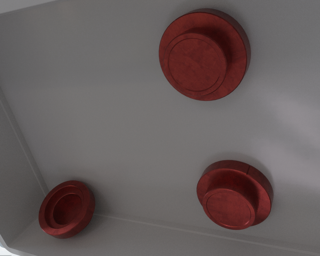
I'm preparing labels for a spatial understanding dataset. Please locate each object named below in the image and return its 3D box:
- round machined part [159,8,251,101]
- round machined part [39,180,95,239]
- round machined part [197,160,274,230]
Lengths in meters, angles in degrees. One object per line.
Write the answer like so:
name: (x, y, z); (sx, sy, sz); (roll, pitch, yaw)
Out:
round machined part: (0.043, -0.073, 0.330); (0.098, 0.042, 0.097); (13, 124, 21)
round machined part: (-0.157, 0.145, 0.541); (0.098, 0.098, 0.042); (4, 146, 26)
round machined part: (0.094, 0.094, 0.406); (0.098, 0.042, 0.097); (13, 124, 21)
